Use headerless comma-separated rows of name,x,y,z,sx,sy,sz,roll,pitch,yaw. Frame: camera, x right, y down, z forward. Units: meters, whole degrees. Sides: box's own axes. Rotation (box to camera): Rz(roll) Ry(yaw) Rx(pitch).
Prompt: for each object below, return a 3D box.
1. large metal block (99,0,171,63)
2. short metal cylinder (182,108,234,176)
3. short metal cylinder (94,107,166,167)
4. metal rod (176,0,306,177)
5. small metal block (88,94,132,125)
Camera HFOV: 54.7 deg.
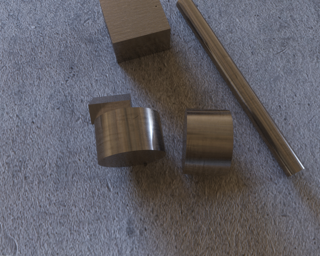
large metal block,-0.036,-0.150,0.449,0.081,0.050,0.080,-17,71,-6
short metal cylinder,0.054,0.017,0.373,0.050,0.080,0.080,3,70,1
short metal cylinder,-0.036,0.014,0.373,0.081,0.080,0.050,-8,72,-3
metal rod,0.104,-0.070,0.434,0.025,0.025,0.299,-25,72,-9
small metal block,-0.062,-0.026,0.401,0.050,0.050,0.025,-7,106,-3
